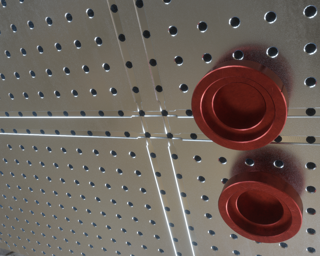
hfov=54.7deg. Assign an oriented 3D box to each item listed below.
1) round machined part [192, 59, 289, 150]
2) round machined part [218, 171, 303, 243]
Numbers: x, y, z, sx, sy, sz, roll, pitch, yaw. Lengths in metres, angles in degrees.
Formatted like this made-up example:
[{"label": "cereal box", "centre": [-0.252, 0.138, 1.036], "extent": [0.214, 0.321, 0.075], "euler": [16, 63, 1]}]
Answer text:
[{"label": "round machined part", "centre": [0.088, -0.027, 0.336], "extent": [0.098, 0.042, 0.097], "euler": [13, 124, 20]}, {"label": "round machined part", "centre": [0.127, 0.094, 0.391], "extent": [0.098, 0.042, 0.097], "euler": [13, 124, 20]}]
